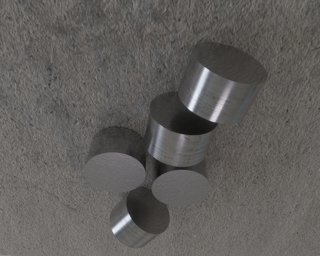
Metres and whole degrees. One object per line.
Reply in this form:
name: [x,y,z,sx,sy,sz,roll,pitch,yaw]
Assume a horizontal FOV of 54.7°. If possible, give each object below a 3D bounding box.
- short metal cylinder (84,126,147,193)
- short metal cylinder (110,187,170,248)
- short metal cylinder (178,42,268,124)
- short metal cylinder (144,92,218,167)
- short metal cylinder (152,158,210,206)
short metal cylinder: [-0.059,0.044,0.428,0.081,0.050,0.079,0,130,0]
short metal cylinder: [-0.032,0.141,0.491,0.080,0.080,0.050,28,125,-22]
short metal cylinder: [0.065,-0.049,0.330,0.081,0.080,0.050,12,129,-10]
short metal cylinder: [0.024,0.000,0.371,0.081,0.080,0.050,7,130,-6]
short metal cylinder: [0.029,0.069,0.449,0.081,0.050,0.079,0,130,0]
